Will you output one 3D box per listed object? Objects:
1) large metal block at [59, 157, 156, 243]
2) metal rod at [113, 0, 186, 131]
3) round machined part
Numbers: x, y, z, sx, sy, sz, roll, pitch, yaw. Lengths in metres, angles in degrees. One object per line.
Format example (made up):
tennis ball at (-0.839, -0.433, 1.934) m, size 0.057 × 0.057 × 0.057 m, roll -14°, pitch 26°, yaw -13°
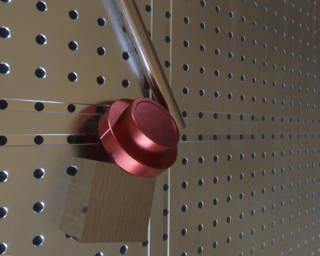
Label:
large metal block at (-0.055, 0.080, 0.347) m, size 0.081 × 0.050 × 0.080 m, roll 17°, pitch 80°, yaw -39°
metal rod at (-0.032, -0.129, 0.381) m, size 0.025 × 0.025 × 0.299 m, roll -37°, pitch 113°, yaw -34°
round machined part at (-0.017, 0.004, 0.353) m, size 0.098 × 0.042 × 0.098 m, roll 30°, pitch 36°, yaw -25°
